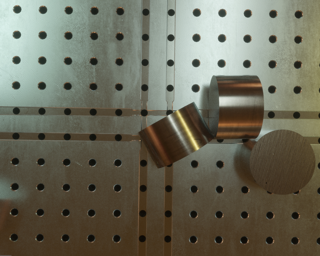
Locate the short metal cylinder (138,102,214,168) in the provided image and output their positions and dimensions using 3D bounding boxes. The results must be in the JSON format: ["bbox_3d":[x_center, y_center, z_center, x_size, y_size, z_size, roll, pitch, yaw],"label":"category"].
[{"bbox_3d":[0.019,0.008,0.386,0.080,0.080,0.050,-29,90,0],"label":"short metal cylinder"}]

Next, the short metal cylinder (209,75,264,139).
[{"bbox_3d":[0.092,-0.026,0.386,0.050,0.080,0.079,-1,90,0],"label":"short metal cylinder"}]

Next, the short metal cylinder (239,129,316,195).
[{"bbox_3d":[0.149,0.041,0.402,0.081,0.050,0.079,0,90,0],"label":"short metal cylinder"}]
